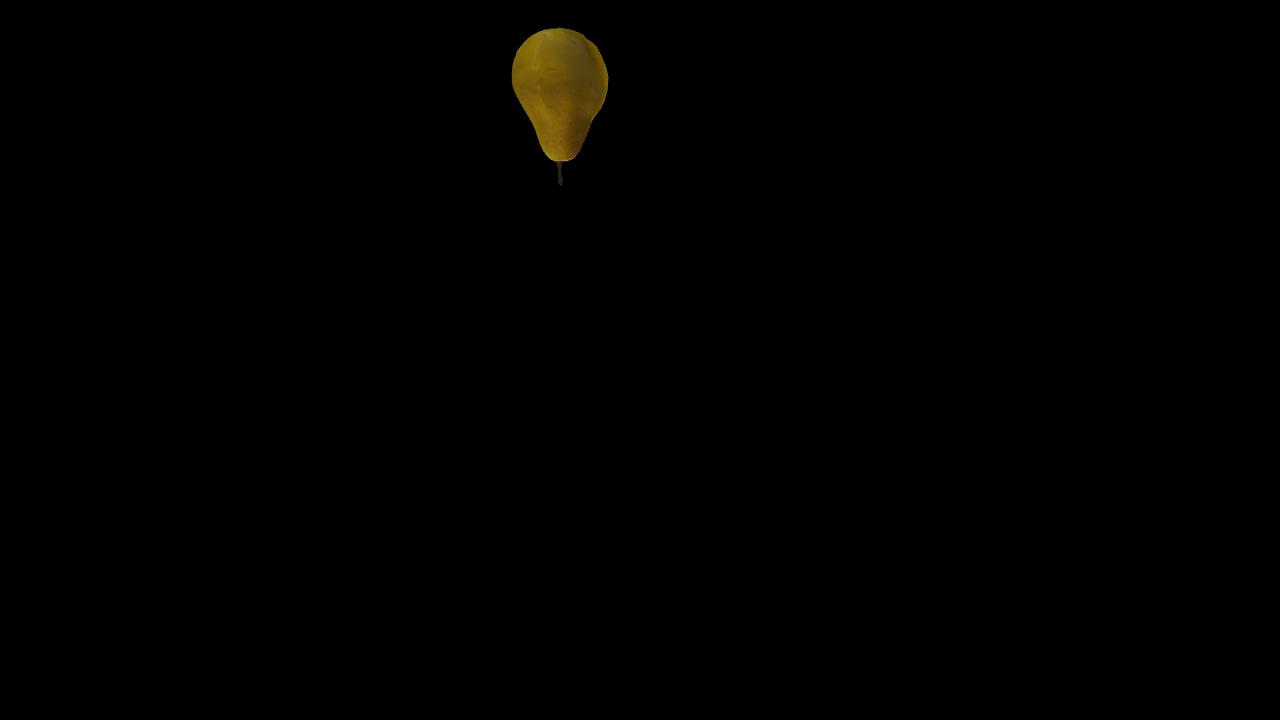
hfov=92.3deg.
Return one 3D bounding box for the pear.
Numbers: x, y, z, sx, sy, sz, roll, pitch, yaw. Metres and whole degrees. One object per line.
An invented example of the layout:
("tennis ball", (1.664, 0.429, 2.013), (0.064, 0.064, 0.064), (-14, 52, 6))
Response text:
("pear", (-0.064, -0.200, 0.493), (0.080, 0.111, 0.080), (-2, 7, 0))
